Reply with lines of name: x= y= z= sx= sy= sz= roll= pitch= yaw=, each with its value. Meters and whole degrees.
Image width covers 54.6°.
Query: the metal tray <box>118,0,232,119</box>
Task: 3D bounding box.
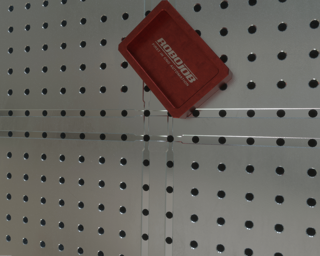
metal tray: x=0.018 y=-0.087 z=0.403 sx=0.090 sy=0.030 sz=0.130 roll=-42 pitch=77 yaw=15
